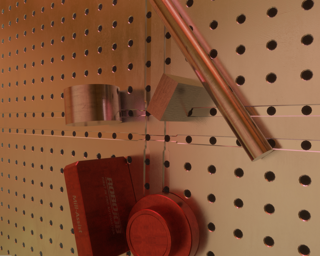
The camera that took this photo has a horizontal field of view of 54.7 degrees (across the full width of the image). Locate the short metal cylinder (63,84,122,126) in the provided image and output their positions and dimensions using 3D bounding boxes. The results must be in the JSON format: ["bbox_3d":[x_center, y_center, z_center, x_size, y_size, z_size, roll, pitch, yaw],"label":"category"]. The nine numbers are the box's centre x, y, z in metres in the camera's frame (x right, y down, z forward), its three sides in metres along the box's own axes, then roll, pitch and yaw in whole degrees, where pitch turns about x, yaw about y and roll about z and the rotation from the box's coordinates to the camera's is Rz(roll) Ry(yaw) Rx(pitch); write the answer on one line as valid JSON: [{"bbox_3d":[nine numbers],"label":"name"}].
[{"bbox_3d":[-0.097,-0.031,0.451,0.080,0.081,0.050,-8,85,39],"label":"short metal cylinder"}]

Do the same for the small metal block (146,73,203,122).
[{"bbox_3d":[0.018,-0.036,0.377,0.025,0.050,0.050,39,114,33],"label":"small metal block"}]

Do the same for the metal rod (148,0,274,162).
[{"bbox_3d":[0.040,-0.094,0.374,0.025,0.025,0.299,-42,65,31],"label":"metal rod"}]

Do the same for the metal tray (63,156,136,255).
[{"bbox_3d":[-0.076,0.108,0.426,0.030,0.091,0.129,-22,76,38],"label":"metal tray"}]

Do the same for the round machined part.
[{"bbox_3d":[-0.004,0.134,0.392,0.098,0.042,0.097,-2,87,32],"label":"round machined part"}]
